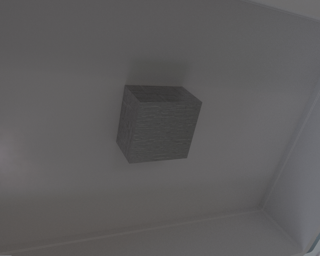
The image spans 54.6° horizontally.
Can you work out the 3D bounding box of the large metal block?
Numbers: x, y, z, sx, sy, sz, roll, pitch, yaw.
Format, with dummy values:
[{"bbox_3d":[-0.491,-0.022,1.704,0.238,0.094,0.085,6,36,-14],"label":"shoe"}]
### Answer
[{"bbox_3d":[-0.003,-0.006,0.386,0.081,0.050,0.079,-2,120,-27],"label":"large metal block"}]
